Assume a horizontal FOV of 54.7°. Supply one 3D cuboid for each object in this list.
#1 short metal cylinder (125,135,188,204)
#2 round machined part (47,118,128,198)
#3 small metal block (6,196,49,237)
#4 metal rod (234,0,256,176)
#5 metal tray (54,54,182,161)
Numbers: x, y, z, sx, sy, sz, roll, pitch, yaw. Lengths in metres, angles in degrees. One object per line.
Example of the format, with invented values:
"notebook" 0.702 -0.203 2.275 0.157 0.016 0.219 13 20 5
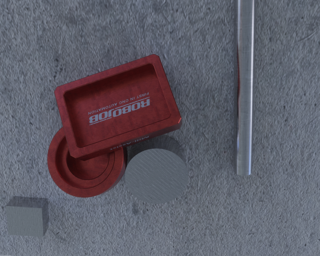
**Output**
"short metal cylinder" -0.004 0.054 0.416 0.081 0.050 0.079 0 110 0
"round machined part" -0.089 0.038 0.400 0.098 0.042 0.097 -1 83 9
"small metal block" -0.194 0.130 0.456 0.050 0.025 0.050 5 110 -2
"metal rod" 0.104 -0.079 0.381 0.025 0.025 0.298 -5 110 1
"metal tray" -0.049 -0.024 0.367 0.131 0.030 0.090 -19 76 0
